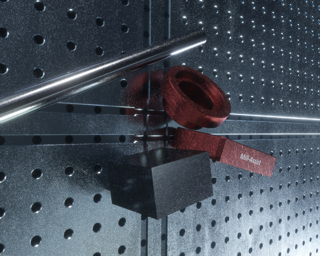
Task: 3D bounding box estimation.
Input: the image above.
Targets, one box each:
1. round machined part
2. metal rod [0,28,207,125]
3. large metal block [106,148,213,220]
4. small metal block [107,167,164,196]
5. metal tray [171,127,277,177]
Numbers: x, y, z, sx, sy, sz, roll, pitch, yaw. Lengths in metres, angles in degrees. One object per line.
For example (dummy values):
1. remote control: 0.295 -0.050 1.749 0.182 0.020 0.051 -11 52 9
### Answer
1. round machined part: 0.043 -0.036 0.415 0.099 0.042 0.098 23 37 -19
2. metal rod: -0.046 -0.075 0.371 0.302 0.025 0.025 -30 109 -36
3. large metal block: 0.000 0.055 0.342 0.081 0.080 0.050 -11 97 -40
4. small metal block: -0.029 0.069 0.387 0.050 0.025 0.050 44 64 -32
5. metal tray: 0.093 0.035 0.445 0.131 0.090 0.030 19 87 -39
